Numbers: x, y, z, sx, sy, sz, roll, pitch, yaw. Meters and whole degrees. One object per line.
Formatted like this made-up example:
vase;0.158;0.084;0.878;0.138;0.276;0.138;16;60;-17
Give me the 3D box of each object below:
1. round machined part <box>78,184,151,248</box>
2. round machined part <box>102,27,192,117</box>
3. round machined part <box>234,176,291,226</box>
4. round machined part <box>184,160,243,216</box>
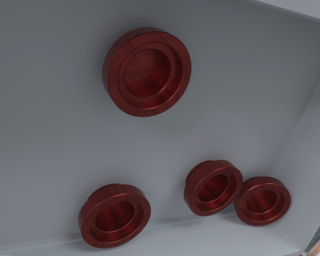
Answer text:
round machined part;-0.066;0.118;0.436;0.099;0.042;0.097;-14;125;-21
round machined part;-0.017;-0.065;0.350;0.099;0.042;0.097;-14;125;-21
round machined part;0.182;0.128;0.566;0.099;0.042;0.097;-2;117;-4
round machined part;0.081;0.091;0.501;0.099;0.042;0.097;-14;125;-21
